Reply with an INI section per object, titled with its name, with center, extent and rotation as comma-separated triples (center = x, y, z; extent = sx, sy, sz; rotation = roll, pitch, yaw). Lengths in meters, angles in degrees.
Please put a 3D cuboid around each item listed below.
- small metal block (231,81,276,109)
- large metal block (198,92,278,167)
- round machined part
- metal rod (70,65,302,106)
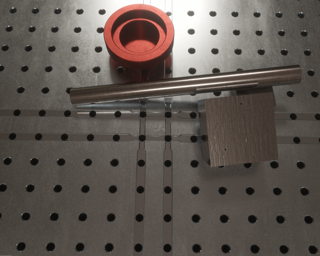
[small metal block]
center = 0.128, -0.048, 0.431
extent = 0.050, 0.025, 0.050
rotation = -3, 70, -2
[large metal block]
center = 0.094, 0.001, 0.385
extent = 0.081, 0.050, 0.079
rotation = -6, 93, -3
[round machined part]
center = -0.029, -0.127, 0.449
extent = 0.099, 0.042, 0.098
rotation = 0, 70, -1
[metal rod]
center = 0.030, -0.056, 0.414
extent = 0.302, 0.025, 0.025
rotation = -5, 70, 4
